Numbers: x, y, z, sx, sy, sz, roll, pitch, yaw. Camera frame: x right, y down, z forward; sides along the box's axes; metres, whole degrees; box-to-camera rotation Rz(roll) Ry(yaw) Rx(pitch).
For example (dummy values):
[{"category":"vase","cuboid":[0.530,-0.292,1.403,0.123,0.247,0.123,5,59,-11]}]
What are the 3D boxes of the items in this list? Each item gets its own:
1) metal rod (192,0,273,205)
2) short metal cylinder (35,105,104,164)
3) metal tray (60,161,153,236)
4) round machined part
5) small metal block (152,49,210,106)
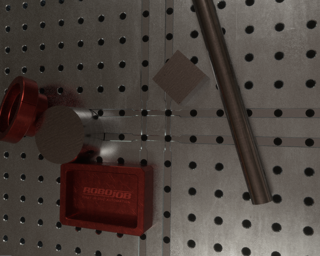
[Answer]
[{"category":"metal rod","cuboid":[0.083,-0.056,0.382,0.025,0.025,0.298,-17,84,19]},{"category":"short metal cylinder","cuboid":[-0.129,0.009,0.443,0.080,0.050,0.079,0,90,19]},{"category":"metal tray","cuboid":[-0.077,0.095,0.435,0.130,0.030,0.089,1,91,19]},{"category":"round machined part","cuboid":[-0.201,-0.024,0.457,0.098,0.042,0.098,-21,60,42]},{"category":"small metal block","cuboid":[0.027,-0.064,0.402,0.050,0.025,0.050,46,104,14]}]
